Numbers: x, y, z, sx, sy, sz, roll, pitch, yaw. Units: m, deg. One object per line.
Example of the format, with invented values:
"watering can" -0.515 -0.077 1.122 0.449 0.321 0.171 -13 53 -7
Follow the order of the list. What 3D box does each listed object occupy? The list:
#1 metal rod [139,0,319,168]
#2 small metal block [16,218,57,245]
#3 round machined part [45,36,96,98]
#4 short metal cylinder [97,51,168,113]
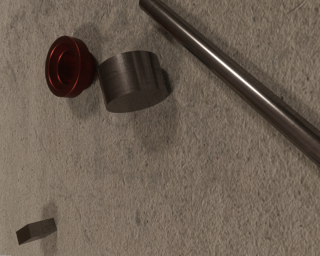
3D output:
"metal rod" 0.068 -0.071 0.347 0.300 0.025 0.025 49 119 28
"small metal block" -0.229 0.191 0.574 0.050 0.050 0.025 -34 69 34
"round machined part" -0.144 -0.098 0.509 0.098 0.042 0.097 0 90 39
"short metal cylinder" -0.035 -0.057 0.396 0.080 0.081 0.050 -24 75 37
